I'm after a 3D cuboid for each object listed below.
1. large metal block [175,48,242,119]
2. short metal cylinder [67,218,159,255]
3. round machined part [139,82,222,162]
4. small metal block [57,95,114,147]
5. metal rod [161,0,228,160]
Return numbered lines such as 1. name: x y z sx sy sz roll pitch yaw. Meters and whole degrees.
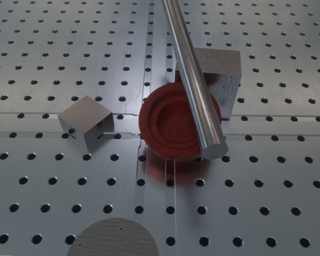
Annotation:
1. large metal block: 0.062 -0.060 0.423 0.080 0.080 0.050 6 50 4
2. short metal cylinder: -0.040 0.130 0.282 0.081 0.050 0.080 0 50 0
3. round machined part: 0.025 -0.005 0.387 0.099 0.042 0.098 -2 71 5
4. small metal block: -0.099 -0.011 0.416 0.050 0.025 0.050 33 57 24
5. metal rod: 0.031 -0.092 0.380 0.025 0.025 0.300 -6 50 -5
